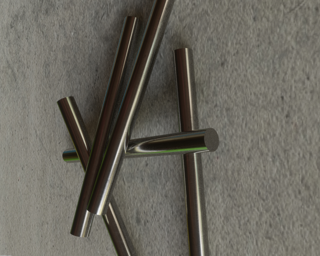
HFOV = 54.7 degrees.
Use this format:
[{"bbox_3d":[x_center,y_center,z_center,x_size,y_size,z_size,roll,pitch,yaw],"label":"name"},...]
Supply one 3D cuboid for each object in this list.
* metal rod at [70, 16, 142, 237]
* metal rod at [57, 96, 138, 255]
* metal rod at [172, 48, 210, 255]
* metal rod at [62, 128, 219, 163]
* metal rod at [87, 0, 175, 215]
[{"bbox_3d":[-0.071,-0.006,0.419,0.025,0.025,0.299,8,82,39],"label":"metal rod"},{"bbox_3d":[-0.079,0.096,0.434,0.025,0.025,0.299,-27,83,36],"label":"metal rod"},{"bbox_3d":[0.039,0.054,0.371,0.025,0.025,0.298,-7,85,39],"label":"metal rod"},{"bbox_3d":[-0.051,0.030,0.424,0.299,0.025,0.025,-10,84,45],"label":"metal rod"},{"bbox_3d":[-0.034,-0.038,0.391,0.025,0.025,0.298,17,88,38],"label":"metal rod"}]
